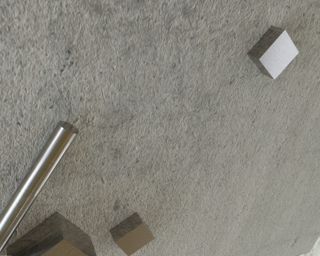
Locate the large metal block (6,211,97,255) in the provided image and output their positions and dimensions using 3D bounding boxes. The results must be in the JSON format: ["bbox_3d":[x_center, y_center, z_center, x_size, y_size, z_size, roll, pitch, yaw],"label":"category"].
[{"bbox_3d":[-0.144,0.173,0.420,0.080,0.050,0.080,-36,130,-5],"label":"large metal block"}]

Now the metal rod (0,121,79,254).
[{"bbox_3d":[-0.188,0.119,0.378,0.025,0.025,0.299,27,104,-38],"label":"metal rod"}]

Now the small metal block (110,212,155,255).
[{"bbox_3d":[-0.043,0.168,0.489,0.050,0.025,0.050,-33,129,-7],"label":"small metal block"}]

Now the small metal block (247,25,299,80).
[{"bbox_3d":[0.158,-0.104,0.431,0.050,0.025,0.050,-50,129,7],"label":"small metal block"}]
